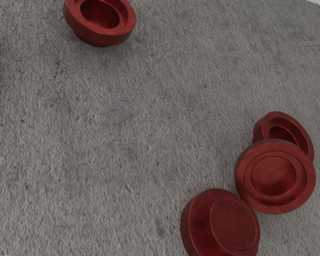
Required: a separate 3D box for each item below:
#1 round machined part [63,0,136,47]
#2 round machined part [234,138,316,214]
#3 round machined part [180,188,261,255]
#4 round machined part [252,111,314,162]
[{"bbox_3d":[-0.087,-0.154,0.440,0.099,0.042,0.098,14,56,-21],"label":"round machined part"},{"bbox_3d":[0.149,0.061,0.412,0.098,0.098,0.042,40,15,-1],"label":"round machined part"},{"bbox_3d":[0.077,0.117,0.363,0.099,0.042,0.098,14,56,-21],"label":"round machined part"},{"bbox_3d":[0.182,0.026,0.475,0.099,0.042,0.098,14,56,-21],"label":"round machined part"}]
